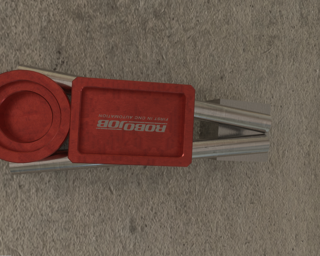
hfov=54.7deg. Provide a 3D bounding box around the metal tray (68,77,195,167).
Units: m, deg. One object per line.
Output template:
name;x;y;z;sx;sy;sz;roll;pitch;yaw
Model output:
metal tray;-0.030;-0.005;0.342;0.131;0.030;0.089;3;89;-8

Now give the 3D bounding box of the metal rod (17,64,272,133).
metal rod;-0.012;-0.033;0.372;0.302;0.025;0.025;11;86;-7

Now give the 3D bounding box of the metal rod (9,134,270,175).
metal rod;-0.017;0.030;0.371;0.302;0.025;0.025;-4;92;-8

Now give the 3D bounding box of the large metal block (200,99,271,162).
large metal block;0.104;0.004;0.435;0.081;0.050;0.080;4;89;-20

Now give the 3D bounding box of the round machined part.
round machined part;-0.146;-0.012;0.342;0.099;0.042;0.097;0;90;-10
